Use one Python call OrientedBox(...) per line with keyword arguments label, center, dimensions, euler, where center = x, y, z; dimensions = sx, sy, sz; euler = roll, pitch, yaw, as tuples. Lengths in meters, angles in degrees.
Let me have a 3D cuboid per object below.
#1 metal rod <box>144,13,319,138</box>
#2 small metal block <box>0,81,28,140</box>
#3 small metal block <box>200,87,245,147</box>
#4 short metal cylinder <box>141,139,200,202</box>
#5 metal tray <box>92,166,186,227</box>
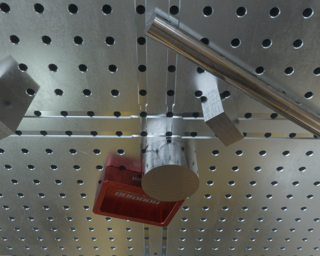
OrientedBox(label="metal rod", center=(0.117, -0.047, 0.372), dimensions=(0.302, 0.025, 0.025), euler=(25, 126, -21))
OrientedBox(label="small metal block", center=(-0.195, -0.022, 0.375), dimensions=(0.025, 0.050, 0.050), euler=(-22, 127, 18))
OrientedBox(label="small metal block", center=(0.077, -0.014, 0.384), dimensions=(0.025, 0.050, 0.050), euler=(-30, 124, 23))
OrientedBox(label="short metal cylinder", center=(0.014, 0.062, 0.448), dimensions=(0.081, 0.050, 0.079), euler=(0, 130, 0))
OrientedBox(label="metal tray", center=(-0.035, 0.115, 0.505), dimensions=(0.131, 0.030, 0.089), euler=(15, 129, -13))
